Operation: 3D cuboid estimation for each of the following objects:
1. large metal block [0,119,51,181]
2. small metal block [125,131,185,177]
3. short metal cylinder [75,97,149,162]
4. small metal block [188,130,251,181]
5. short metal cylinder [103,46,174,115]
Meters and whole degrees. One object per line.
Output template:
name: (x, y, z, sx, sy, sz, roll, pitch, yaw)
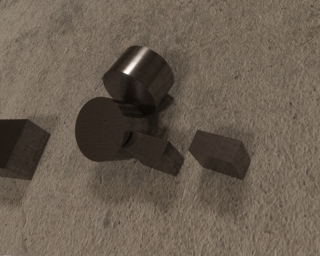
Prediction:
large metal block: (-0.233, 0.033, 0.487, 0.080, 0.050, 0.080, 0, 62, 28)
small metal block: (-0.005, 0.031, 0.370, 0.050, 0.050, 0.025, 15, 70, 34)
short metal cylinder: (-0.062, 0.003, 0.398, 0.080, 0.050, 0.080, -2, 86, 31)
small metal block: (0.065, 0.029, 0.335, 0.050, 0.050, 0.025, 15, 70, 34)
short metal cylinder: (-0.028, -0.062, 0.415, 0.080, 0.080, 0.050, 13, 56, 33)
